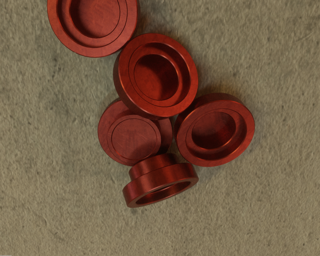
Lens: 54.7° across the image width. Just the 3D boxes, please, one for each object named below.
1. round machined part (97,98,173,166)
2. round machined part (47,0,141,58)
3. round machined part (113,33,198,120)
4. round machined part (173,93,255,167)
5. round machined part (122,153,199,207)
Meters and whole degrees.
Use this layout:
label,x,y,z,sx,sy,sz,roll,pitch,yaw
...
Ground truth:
label,x,y,z,sx,sy,sz,roll,pitch,yaw
round machined part,-0.032,0.008,0.403,0.099,0.042,0.097,0,110,-1
round machined part,-0.070,-0.130,0.348,0.099,0.042,0.097,1,107,5
round machined part,-0.008,-0.057,0.363,0.099,0.042,0.098,5,77,-25
round machined part,0.065,-0.001,0.393,0.099,0.042,0.097,-5,123,-8
round machined part,-0.003,0.066,0.406,0.098,0.098,0.042,-25,68,8
